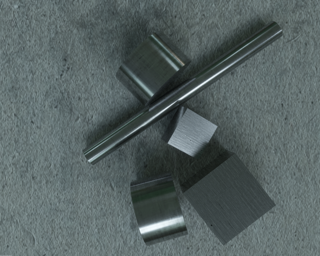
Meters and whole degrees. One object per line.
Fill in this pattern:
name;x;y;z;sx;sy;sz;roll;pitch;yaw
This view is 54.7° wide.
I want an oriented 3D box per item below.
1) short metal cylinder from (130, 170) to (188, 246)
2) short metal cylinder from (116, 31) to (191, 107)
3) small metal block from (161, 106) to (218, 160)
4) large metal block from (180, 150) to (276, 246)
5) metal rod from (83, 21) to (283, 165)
short metal cylinder;-0.001;0.098;0.382;0.050;0.080;0.080;-16;90;0
short metal cylinder;-0.008;-0.072;0.382;0.080;0.080;0.050;-44;90;0
small metal block;0.038;0.006;0.402;0.050;0.025;0.050;29;90;-23
large metal block;0.084;0.086;0.398;0.080;0.050;0.080;-38;90;0
metal rod;0.030;-0.046;0.410;0.301;0.025;0.025;-34;90;0
